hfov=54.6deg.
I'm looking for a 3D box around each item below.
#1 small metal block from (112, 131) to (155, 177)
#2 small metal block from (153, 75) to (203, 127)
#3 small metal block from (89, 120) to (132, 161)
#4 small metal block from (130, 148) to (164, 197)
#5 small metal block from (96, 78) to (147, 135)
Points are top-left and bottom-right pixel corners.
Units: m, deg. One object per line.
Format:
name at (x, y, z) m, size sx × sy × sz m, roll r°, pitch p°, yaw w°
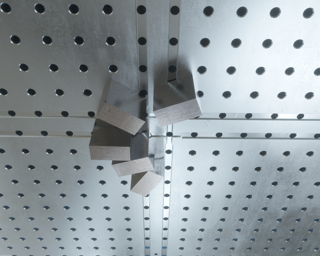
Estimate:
small metal block at (-0.035, 0.035, 0.425) m, size 0.050 × 0.050 × 0.025 m, roll -13°, pitch 129°, yaw 11°
small metal block at (0.020, -0.033, 0.367) m, size 0.050 × 0.050 × 0.025 m, roll -16°, pitch 128°, yaw 13°
small metal block at (-0.063, 0.016, 0.408) m, size 0.050 × 0.050 × 0.025 m, roll 2°, pitch 130°, yaw -2°
small metal block at (-0.018, 0.062, 0.447) m, size 0.025 × 0.050 × 0.050 m, roll 26°, pitch 125°, yaw -20°
small metal block at (-0.045, -0.026, 0.373) m, size 0.050 × 0.050 × 0.025 m, roll 27°, pitch 125°, yaw -21°
